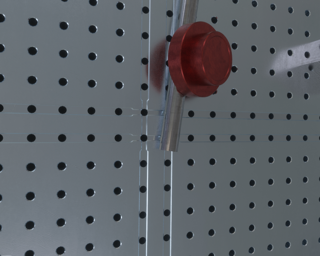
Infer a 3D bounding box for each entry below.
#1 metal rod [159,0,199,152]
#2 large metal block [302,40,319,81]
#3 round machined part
[{"bbox_3d":[0.032,-0.117,0.424,0.025,0.025,0.298,9,87,-20],"label":"metal rod"},{"bbox_3d":[0.293,-0.104,0.491,0.080,0.080,0.050,34,79,-17],"label":"large metal block"},{"bbox_3d":[0.059,-0.089,0.405,0.099,0.042,0.097,-6,98,-46],"label":"round machined part"}]
